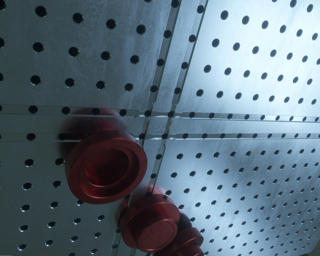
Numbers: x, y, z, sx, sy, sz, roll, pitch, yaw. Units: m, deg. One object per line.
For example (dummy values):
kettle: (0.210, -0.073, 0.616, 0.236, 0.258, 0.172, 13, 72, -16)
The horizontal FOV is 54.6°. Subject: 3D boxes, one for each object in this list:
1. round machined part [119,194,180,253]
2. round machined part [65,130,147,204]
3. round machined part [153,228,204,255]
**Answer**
round machined part: (-0.012, 0.156, 0.490, 0.099, 0.042, 0.097, -14, 124, -21)
round machined part: (-0.069, 0.044, 0.389, 0.099, 0.042, 0.097, -14, 124, -21)
round machined part: (0.037, 0.222, 0.540, 0.099, 0.042, 0.098, -25, 143, -20)
